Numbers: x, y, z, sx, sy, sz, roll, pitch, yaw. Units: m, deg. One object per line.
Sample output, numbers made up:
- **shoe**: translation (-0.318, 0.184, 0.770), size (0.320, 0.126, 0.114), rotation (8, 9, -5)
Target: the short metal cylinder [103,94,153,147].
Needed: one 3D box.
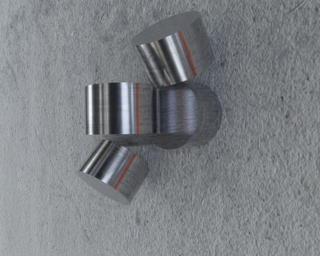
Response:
- **short metal cylinder**: translation (-0.037, -0.015, 0.417), size (0.080, 0.050, 0.079), rotation (0, 90, 39)

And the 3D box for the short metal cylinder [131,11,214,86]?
- **short metal cylinder**: translation (0.015, -0.090, 0.348), size (0.080, 0.080, 0.050), rotation (1, 129, 39)

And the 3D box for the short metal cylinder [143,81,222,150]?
- **short metal cylinder**: translation (0.026, -0.016, 0.367), size (0.080, 0.050, 0.079), rotation (0, 90, 39)

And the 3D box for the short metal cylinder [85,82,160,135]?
- **short metal cylinder**: translation (-0.040, -0.018, 0.337), size (0.080, 0.081, 0.050), rotation (-2, 89, 39)

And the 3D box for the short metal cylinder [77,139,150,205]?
- **short metal cylinder**: translation (-0.061, 0.059, 0.410), size (0.080, 0.080, 0.050), rotation (10, 57, 39)
